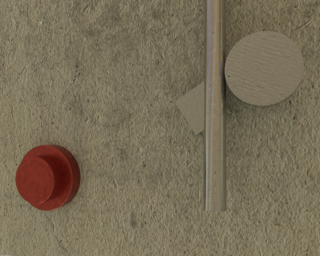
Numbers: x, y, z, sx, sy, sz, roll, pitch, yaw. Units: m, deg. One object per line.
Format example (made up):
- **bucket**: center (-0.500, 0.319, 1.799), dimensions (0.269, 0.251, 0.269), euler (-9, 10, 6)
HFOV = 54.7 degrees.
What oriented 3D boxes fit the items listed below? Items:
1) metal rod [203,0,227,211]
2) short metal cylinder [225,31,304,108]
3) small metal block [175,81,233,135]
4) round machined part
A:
- **metal rod**: center (0.064, -0.058, 0.361), dimensions (0.025, 0.025, 0.298), euler (-2, 80, 19)
- **short metal cylinder**: center (0.118, -0.064, 0.354), dimensions (0.080, 0.050, 0.079), euler (0, 90, 19)
- **small metal block**: center (0.055, -0.026, 0.389), dimensions (0.050, 0.025, 0.050), euler (-34, 79, 16)
- **round machined part**: center (-0.172, 0.074, 0.459), dimensions (0.098, 0.042, 0.097), euler (0, 90, 19)
